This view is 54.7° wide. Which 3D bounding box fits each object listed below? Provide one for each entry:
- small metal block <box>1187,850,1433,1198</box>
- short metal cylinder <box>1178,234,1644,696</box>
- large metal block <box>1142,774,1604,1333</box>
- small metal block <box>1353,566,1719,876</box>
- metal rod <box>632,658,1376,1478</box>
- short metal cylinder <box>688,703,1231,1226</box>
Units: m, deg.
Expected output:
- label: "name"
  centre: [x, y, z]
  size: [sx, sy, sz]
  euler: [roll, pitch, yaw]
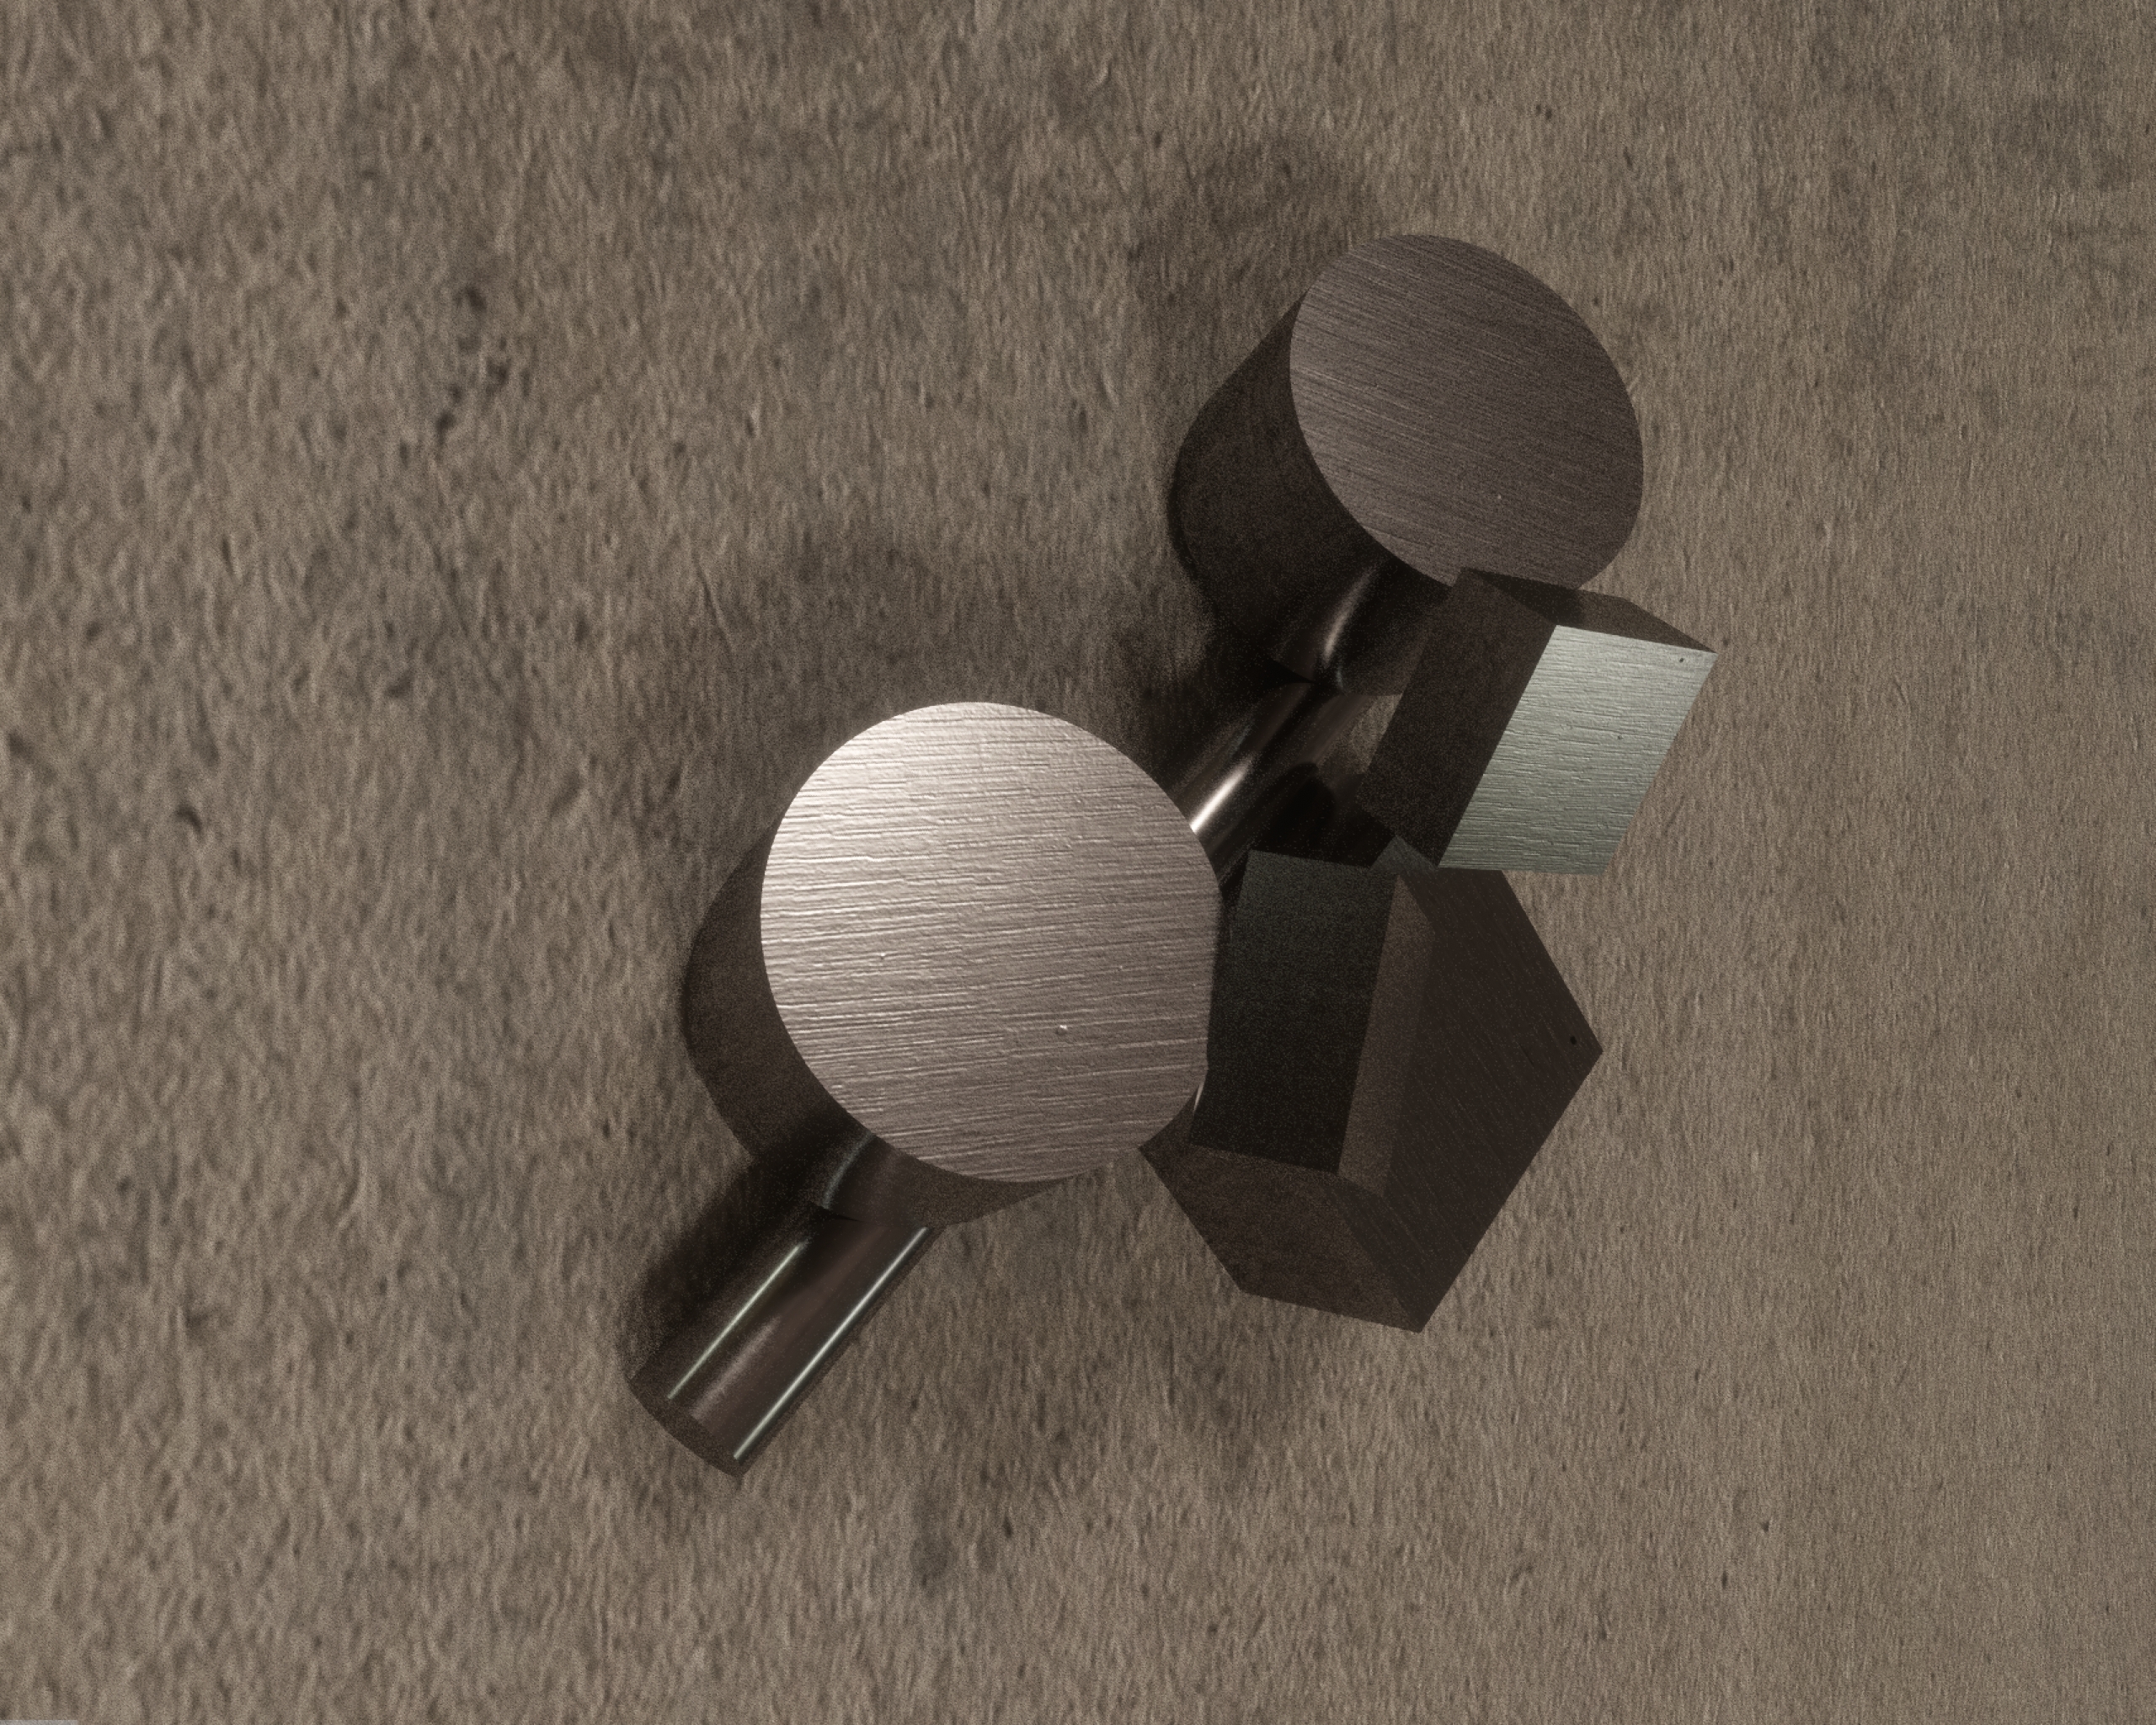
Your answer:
- label: "small metal block"
  centre: [0.042, 0.029, 0.363]
  size: [0.050, 0.025, 0.050]
  euler: [40, 62, -69]
- label: "short metal cylinder"
  centre: [0.068, -0.081, 0.430]
  size: [0.081, 0.050, 0.080]
  euler: [8, 69, -21]
- label: "large metal block"
  centre: [0.055, 0.037, 0.436]
  size: [0.080, 0.050, 0.080]
  euler: [-49, 119, -29]
- label: "small metal block"
  centre: [0.088, -0.026, 0.401]
  size: [0.050, 0.025, 0.050]
  euler: [3, 119, -40]
- label: "metal rod"
  centre: [0.021, -0.003, 0.425]
  size: [0.301, 0.025, 0.025]
  euler: [-49, 119, -29]
- label: "short metal cylinder"
  centre: [-0.021, 0.019, 0.356]
  size: [0.081, 0.050, 0.080]
  euler: [8, 69, -21]
